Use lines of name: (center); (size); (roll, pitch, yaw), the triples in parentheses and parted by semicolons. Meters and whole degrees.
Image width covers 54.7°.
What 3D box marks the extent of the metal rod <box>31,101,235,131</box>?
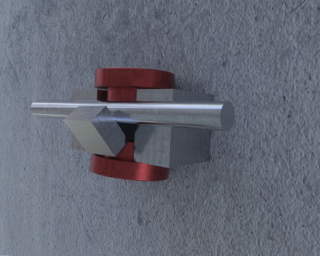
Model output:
metal rod: (-0.059, -0.019, 0.351); (0.300, 0.025, 0.025); (5, 93, 40)

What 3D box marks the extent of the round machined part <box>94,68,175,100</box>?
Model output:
round machined part: (-0.031, -0.047, 0.385); (0.098, 0.099, 0.042); (5, 94, 40)

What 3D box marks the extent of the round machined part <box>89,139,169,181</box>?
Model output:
round machined part: (-0.036, 0.036, 0.388); (0.098, 0.099, 0.042); (6, 89, 40)

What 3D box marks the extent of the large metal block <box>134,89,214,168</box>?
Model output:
large metal block: (0.018, -0.001, 0.356); (0.050, 0.081, 0.079); (5, 93, 40)

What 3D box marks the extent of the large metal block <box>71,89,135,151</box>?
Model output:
large metal block: (-0.073, -0.010, 0.431); (0.050, 0.081, 0.079); (6, 94, 40)

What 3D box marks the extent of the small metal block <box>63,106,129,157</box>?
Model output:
small metal block: (-0.071, 0.003, 0.343); (0.050, 0.025, 0.050); (2, 132, 41)
